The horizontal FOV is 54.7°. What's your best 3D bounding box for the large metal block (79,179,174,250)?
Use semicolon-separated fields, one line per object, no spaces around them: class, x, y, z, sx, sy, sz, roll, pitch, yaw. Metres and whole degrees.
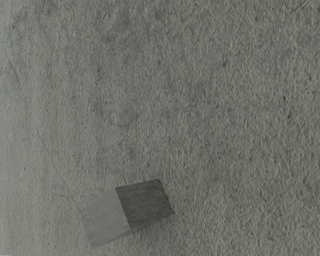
large metal block;-0.043;0.111;0.405;0.080;0.081;0.050;-37;67;34
